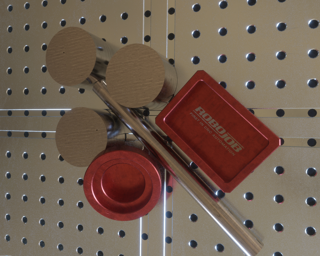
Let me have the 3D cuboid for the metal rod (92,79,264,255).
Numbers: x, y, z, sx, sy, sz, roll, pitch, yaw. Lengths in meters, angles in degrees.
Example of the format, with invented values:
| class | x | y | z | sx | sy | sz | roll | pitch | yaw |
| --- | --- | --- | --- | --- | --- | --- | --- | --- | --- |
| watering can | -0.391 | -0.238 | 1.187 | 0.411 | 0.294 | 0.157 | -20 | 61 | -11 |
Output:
| class | x | y | z | sx | sy | sz | roll | pitch | yaw |
| --- | --- | --- | --- | --- | --- | --- | --- | --- | --- |
| metal rod | 0.014 | 0.043 | 0.408 | 0.300 | 0.025 | 0.025 | 46 | 104 | 14 |

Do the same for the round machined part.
| class | x | y | z | sx | sy | sz | roll | pitch | yaw |
| --- | --- | --- | --- | --- | --- | --- | --- | --- | --- |
| round machined part | -0.047 | 0.068 | 0.409 | 0.099 | 0.042 | 0.097 | 0 | 105 | 1 |

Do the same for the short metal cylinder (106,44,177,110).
| class | x | y | z | sx | sy | sz | roll | pitch | yaw |
| --- | --- | --- | --- | --- | --- | --- | --- | --- | --- |
| short metal cylinder | -0.023 | -0.065 | 0.407 | 0.080 | 0.050 | 0.080 | 0 | 90 | 20 |

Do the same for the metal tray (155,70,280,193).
| class | x | y | z | sx | sy | sz | roll | pitch | yaw |
| --- | --- | --- | --- | --- | --- | --- | --- | --- | --- |
| metal tray | 0.069 | 0.003 | 0.384 | 0.130 | 0.030 | 0.090 | 45 | 104 | 14 |

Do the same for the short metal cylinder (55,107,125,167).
| class | x | y | z | sx | sy | sz | roll | pitch | yaw |
| --- | --- | --- | --- | --- | --- | --- | --- | --- | --- |
| short metal cylinder | -0.097 | 0.012 | 0.433 | 0.080 | 0.050 | 0.080 | 0 | 90 | 20 |

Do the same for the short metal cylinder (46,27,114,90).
| class | x | y | z | sx | sy | sz | roll | pitch | yaw |
| --- | --- | --- | --- | --- | --- | --- | --- | --- | --- |
| short metal cylinder | -0.112 | -0.096 | 0.439 | 0.080 | 0.050 | 0.080 | 0 | 90 | 20 |
